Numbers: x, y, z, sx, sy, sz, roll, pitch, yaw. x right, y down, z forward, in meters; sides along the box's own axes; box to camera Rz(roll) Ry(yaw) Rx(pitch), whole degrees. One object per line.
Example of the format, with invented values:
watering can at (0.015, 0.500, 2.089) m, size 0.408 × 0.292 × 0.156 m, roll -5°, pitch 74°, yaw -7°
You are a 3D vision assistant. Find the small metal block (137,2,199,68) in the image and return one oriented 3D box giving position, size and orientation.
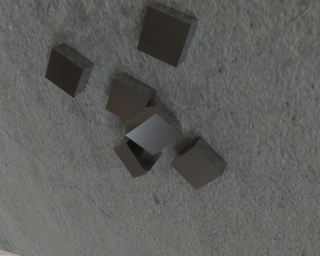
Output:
small metal block at (0.008, -0.102, 0.339) m, size 0.050 × 0.025 × 0.050 m, roll 27°, pitch 128°, yaw 10°

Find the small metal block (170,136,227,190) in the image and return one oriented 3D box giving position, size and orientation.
small metal block at (0.051, 0.047, 0.408) m, size 0.050 × 0.025 × 0.050 m, roll 45°, pitch 129°, yaw -4°

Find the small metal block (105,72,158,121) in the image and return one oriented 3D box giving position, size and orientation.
small metal block at (-0.038, -0.036, 0.403) m, size 0.050 × 0.025 × 0.050 m, roll 31°, pitch 128°, yaw 7°

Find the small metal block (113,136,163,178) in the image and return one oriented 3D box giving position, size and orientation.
small metal block at (-0.029, 0.031, 0.424) m, size 0.025 × 0.050 × 0.050 m, roll -22°, pitch 107°, yaw 36°

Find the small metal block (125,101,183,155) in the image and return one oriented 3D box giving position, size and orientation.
small metal block at (-0.008, 0.001, 0.391) m, size 0.050 × 0.025 × 0.050 m, roll -34°, pitch 126°, yaw 24°

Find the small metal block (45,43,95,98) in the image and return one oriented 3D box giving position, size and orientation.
small metal block at (-0.123, -0.078, 0.422) m, size 0.050 × 0.025 × 0.050 m, roll 36°, pitch 129°, yaw 4°
